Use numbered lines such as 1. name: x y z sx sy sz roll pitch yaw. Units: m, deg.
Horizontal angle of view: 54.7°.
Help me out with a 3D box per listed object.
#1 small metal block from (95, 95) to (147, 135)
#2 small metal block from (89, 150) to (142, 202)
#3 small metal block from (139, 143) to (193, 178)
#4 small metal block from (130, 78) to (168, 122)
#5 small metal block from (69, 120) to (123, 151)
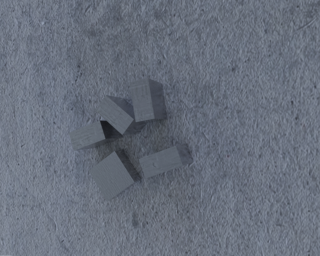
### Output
1. small metal block: -0.049 -0.017 0.413 0.050 0.050 0.025 41 103 15
2. small metal block: -0.062 0.066 0.431 0.050 0.025 0.050 -37 78 16
3. small metal block: 0.009 0.041 0.392 0.050 0.050 0.025 -21 83 19
4. small metal block: -0.013 -0.034 0.400 0.025 0.050 0.050 -10 87 20
5. small metal block: -0.087 0.010 0.426 0.050 0.050 0.025 -20 83 19
